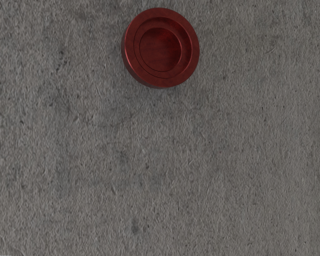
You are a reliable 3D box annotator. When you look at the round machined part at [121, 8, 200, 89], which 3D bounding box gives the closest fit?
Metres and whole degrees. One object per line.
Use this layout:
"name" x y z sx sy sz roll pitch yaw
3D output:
"round machined part" -0.002 -0.099 0.399 0.099 0.042 0.097 0 90 -20
